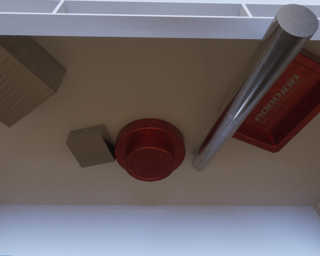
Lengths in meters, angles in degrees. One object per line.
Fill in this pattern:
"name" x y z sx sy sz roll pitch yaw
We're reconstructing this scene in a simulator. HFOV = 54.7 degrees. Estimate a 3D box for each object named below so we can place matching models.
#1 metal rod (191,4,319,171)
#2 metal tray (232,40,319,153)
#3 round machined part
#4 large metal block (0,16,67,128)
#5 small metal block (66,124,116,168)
"metal rod" 0.070 -0.006 0.320 0.025 0.025 0.299 3 157 -3
"metal tray" 0.145 -0.033 0.380 0.091 0.030 0.129 20 127 -17
"round machined part" -0.014 0.037 0.429 0.099 0.042 0.097 -1 130 0
"large metal block" -0.166 -0.059 0.340 0.080 0.050 0.080 -30 125 22
"small metal block" -0.093 0.025 0.430 0.050 0.025 0.050 -12 129 9
